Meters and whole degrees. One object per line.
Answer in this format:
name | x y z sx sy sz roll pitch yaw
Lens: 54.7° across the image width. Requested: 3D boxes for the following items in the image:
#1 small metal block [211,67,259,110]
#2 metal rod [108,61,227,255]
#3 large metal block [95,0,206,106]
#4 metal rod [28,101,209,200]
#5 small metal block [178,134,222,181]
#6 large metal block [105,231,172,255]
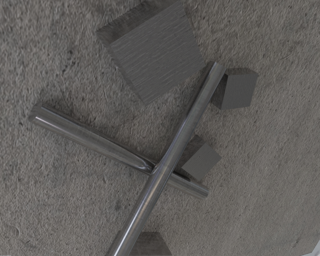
small metal block | 0.103 -0.055 0.429 0.050 0.025 0.050 -8 122 -24
metal rod | 0.007 0.051 0.412 0.025 0.025 0.299 24 96 -37
large metal block | -0.008 -0.085 0.334 0.080 0.050 0.080 -35 129 -6
metal rod | -0.030 0.044 0.417 0.301 0.025 0.025 32 101 -38
small metal block | 0.057 0.045 0.466 0.050 0.025 0.050 -47 129 4
large metal block | -0.040 0.216 0.503 0.081 0.050 0.080 16 110 -35
